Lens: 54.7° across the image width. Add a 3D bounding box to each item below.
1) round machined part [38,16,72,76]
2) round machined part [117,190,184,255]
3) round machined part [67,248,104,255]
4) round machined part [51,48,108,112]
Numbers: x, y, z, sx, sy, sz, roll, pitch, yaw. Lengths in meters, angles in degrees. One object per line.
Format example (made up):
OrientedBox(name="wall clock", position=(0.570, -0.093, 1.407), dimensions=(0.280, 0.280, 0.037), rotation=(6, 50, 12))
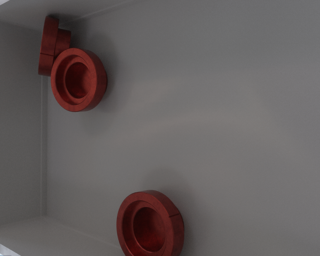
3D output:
OrientedBox(name="round machined part", position=(-0.177, -0.135, 0.524), dimensions=(0.098, 0.042, 0.097), rotation=(-171, 90, -70))
OrientedBox(name="round machined part", position=(-0.008, 0.129, 0.401), dimensions=(0.098, 0.042, 0.097), rotation=(-1, 88, 40))
OrientedBox(name="round machined part", position=(-0.110, 0.239, 0.489), dimensions=(0.098, 0.042, 0.097), rotation=(0, 90, 40))
OrientedBox(name="round machined part", position=(-0.122, -0.075, 0.490), dimensions=(0.098, 0.042, 0.097), rotation=(3, 97, 30))
